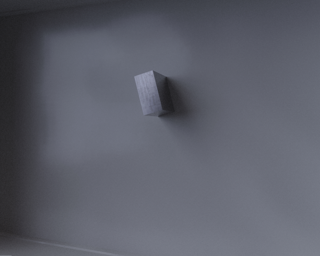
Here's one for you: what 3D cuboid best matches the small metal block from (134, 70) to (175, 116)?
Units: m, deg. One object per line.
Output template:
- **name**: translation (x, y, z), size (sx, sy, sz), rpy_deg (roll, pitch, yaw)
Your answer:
- **small metal block**: translation (-0.006, -0.043, 0.398), size (0.025, 0.050, 0.050), rpy_deg (-15, 85, 19)
